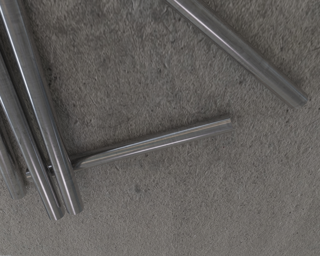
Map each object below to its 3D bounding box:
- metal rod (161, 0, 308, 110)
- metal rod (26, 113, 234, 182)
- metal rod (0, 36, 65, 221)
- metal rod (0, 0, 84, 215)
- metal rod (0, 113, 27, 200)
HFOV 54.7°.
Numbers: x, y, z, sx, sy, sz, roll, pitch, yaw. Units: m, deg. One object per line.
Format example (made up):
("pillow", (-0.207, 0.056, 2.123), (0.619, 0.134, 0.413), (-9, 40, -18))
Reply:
("metal rod", (0.053, -0.105, 0.317), (0.301, 0.025, 0.025), (32, 123, -24))
("metal rod", (-0.050, 0.031, 0.432), (0.301, 0.025, 0.025), (-15, 129, 12))
("metal rod", (-0.170, 0.008, 0.390), (0.025, 0.025, 0.298), (-4, 124, 3))
("metal rod", (-0.137, -0.003, 0.381), (0.025, 0.025, 0.298), (-3, 124, 2))
("metal rod", (-0.216, -0.009, 0.396), (0.025, 0.025, 0.298), (3, 130, -2))
